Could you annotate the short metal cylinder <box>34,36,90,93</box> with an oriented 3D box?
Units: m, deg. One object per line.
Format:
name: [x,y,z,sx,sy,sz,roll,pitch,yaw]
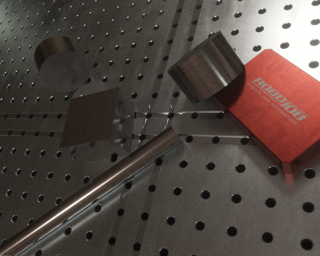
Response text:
short metal cylinder: [-0.165,-0.107,0.523,0.080,0.080,0.050,-36,52,4]

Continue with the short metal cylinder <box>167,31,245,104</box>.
short metal cylinder: [0.056,-0.074,0.382,0.080,0.050,0.080,-37,12,9]

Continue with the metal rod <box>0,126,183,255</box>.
metal rod: [-0.101,0.093,0.402,0.300,0.025,0.025,-35,52,4]

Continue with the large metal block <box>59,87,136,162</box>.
large metal block: [-0.085,-0.003,0.437,0.080,0.050,0.080,-10,57,22]

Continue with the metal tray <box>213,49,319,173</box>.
metal tray: [0.133,-0.025,0.350,0.090,0.030,0.130,-38,51,2]
